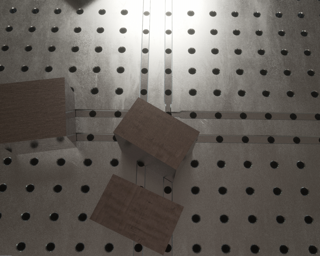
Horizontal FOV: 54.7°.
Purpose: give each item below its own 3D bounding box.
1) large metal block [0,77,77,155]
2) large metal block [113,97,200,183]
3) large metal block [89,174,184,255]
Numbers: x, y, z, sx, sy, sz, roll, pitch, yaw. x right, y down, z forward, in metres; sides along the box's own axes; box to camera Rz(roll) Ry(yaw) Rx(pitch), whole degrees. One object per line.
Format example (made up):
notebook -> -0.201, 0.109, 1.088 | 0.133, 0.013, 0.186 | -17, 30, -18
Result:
large metal block -> -0.156, -0.015, 0.402 | 0.081, 0.050, 0.080 | -7, 70, -3
large metal block -> -0.004, 0.018, 0.376 | 0.080, 0.080, 0.050 | 30, 73, 10
large metal block -> -0.023, 0.098, 0.346 | 0.080, 0.080, 0.050 | 24, 72, 8
